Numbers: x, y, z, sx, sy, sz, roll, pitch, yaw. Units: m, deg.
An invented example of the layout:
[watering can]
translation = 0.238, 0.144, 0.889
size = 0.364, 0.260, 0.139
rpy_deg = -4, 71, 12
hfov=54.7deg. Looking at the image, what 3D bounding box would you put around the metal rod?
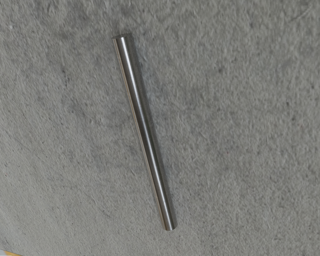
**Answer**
[metal rod]
translation = -0.014, 0.023, 0.427
size = 0.025, 0.025, 0.298
rpy_deg = 1, 119, 27
